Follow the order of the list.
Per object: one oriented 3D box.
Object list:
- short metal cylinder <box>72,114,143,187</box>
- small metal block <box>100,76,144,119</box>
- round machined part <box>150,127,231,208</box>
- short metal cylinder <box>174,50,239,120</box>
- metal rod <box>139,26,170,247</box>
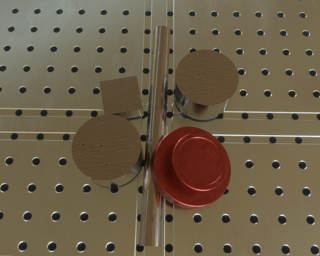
[{"bbox_3d":[-0.062,0.029,0.383,0.081,0.050,0.080,0,70,0],"label":"short metal cylinder"},{"bbox_3d":[-0.052,-0.040,0.421,0.050,0.025,0.050,-10,70,-4],"label":"small metal block"},{"bbox_3d":[0.041,0.044,0.370,0.099,0.042,0.098,6,69,-15],"label":"round machined part"},{"bbox_3d":[0.059,-0.057,0.415,0.081,0.050,0.080,0,70,0],"label":"short metal cylinder"},{"bbox_3d":[-0.004,-0.004,0.409,0.025,0.025,0.299,3,70,1],"label":"metal rod"}]
